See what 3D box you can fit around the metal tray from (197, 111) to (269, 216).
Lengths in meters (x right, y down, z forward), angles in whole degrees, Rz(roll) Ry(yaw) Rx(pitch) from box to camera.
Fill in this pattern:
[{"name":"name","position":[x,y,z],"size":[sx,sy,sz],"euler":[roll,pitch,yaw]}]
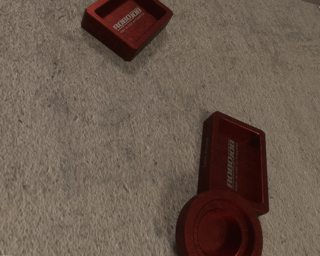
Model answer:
[{"name":"metal tray","position":[0.102,0.048,0.428],"size":[0.091,0.030,0.130],"euler":[22,53,-16]}]

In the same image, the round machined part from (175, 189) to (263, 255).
[{"name":"round machined part","position":[0.062,0.120,0.347],"size":[0.099,0.042,0.098],"euler":[8,68,-20]}]

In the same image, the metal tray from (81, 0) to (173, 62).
[{"name":"metal tray","position":[-0.046,-0.170,0.480],"size":[0.090,0.030,0.130],"euler":[38,51,-3]}]
